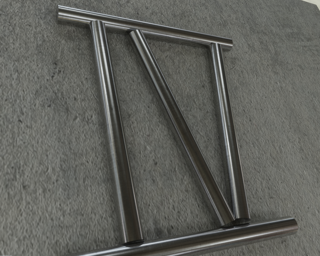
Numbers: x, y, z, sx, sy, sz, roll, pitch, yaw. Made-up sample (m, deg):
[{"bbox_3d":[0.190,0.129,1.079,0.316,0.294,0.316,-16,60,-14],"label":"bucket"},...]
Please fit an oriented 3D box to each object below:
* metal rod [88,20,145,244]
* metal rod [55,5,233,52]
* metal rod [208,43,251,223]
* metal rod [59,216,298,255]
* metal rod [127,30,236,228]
[{"bbox_3d":[-0.059,-0.014,0.382,0.025,0.025,0.299,1,61,-28],"label":"metal rod"},{"bbox_3d":[-0.008,-0.154,0.496,0.303,0.025,0.025,1,62,-28],"label":"metal rod"},{"bbox_3d":[0.099,-0.012,0.467,0.025,0.025,0.299,13,56,-22],"label":"metal rod"},{"bbox_3d":[0.044,0.130,0.350,0.303,0.025,0.025,1,62,-28],"label":"metal rod"},{"bbox_3d":[0.022,-0.012,0.425,0.025,0.025,0.299,-12,68,-34],"label":"metal rod"}]
